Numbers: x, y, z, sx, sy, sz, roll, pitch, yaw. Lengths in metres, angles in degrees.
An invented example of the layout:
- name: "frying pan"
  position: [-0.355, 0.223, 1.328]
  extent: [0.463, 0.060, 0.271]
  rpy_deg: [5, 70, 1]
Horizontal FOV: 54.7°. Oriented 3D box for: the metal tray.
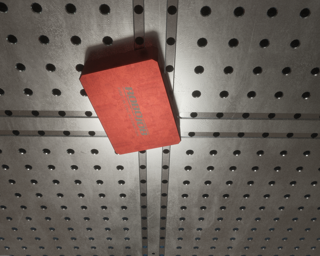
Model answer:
- name: "metal tray"
  position: [-0.031, -0.028, 0.384]
  extent: [0.090, 0.030, 0.129]
  rpy_deg: [-11, 130, 9]
